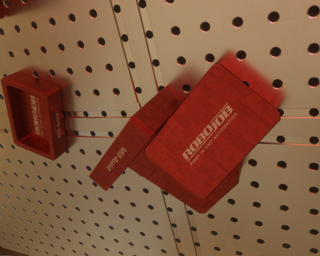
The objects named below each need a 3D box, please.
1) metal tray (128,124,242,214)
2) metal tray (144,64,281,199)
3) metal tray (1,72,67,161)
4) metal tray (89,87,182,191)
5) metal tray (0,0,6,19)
[{"bbox_3d":[0.030,0.051,0.416,0.130,0.030,0.089,33,129,-1],"label":"metal tray"},{"bbox_3d":[0.056,0.005,0.350,0.090,0.030,0.130,39,106,1],"label":"metal tray"},{"bbox_3d":[-0.202,-0.017,0.504,0.090,0.030,0.129,19,126,17],"label":"metal tray"},{"bbox_3d":[-0.032,0.015,0.395,0.030,0.090,0.129,41,129,1],"label":"metal tray"},{"bbox_3d":[-0.265,-0.169,0.380,0.030,0.131,0.089,9,122,23],"label":"metal tray"}]
